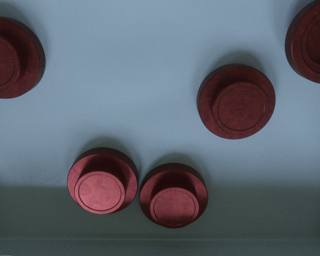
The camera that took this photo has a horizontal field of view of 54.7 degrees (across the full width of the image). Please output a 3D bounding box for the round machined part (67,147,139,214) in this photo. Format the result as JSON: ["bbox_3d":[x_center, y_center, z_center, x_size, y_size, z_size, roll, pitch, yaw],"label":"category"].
[{"bbox_3d":[-0.080,0.080,0.431,0.099,0.042,0.097,0,110,-1],"label":"round machined part"}]

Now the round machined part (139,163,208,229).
[{"bbox_3d":[0.020,0.103,0.440,0.099,0.042,0.097,0,110,-1],"label":"round machined part"}]

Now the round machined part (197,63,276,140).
[{"bbox_3d":[0.098,-0.030,0.393,0.099,0.042,0.097,0,110,-1],"label":"round machined part"}]

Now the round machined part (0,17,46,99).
[{"bbox_3d":[-0.193,-0.082,0.369,0.099,0.042,0.097,0,110,-1],"label":"round machined part"}]

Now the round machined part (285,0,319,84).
[{"bbox_3d":[0.197,-0.104,0.367,0.099,0.042,0.097,0,110,-1],"label":"round machined part"}]
